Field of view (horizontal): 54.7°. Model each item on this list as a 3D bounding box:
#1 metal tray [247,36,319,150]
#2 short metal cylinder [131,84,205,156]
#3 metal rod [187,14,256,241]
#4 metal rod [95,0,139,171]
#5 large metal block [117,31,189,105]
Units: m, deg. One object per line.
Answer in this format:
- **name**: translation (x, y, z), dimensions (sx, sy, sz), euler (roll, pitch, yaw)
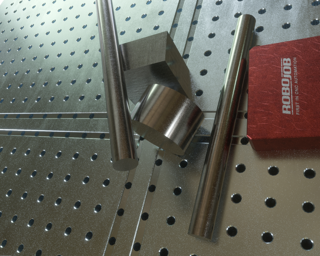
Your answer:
- **metal tray**: translation (0.149, -0.041, 0.352), dimensions (0.090, 0.030, 0.130), euler (-4, 60, 25)
- **short metal cylinder**: translation (0.006, -0.009, 0.374), dimensions (0.080, 0.080, 0.050), euler (21, 73, 35)
- **metal rod**: translation (0.081, -0.019, 0.376), dimensions (0.025, 0.025, 0.300), euler (3, 63, 29)
- **metal rod**: translation (-0.060, -0.084, 0.386), dimensions (0.025, 0.025, 0.299), euler (-23, 54, 14)
- **large metal block**: translation (-0.012, -0.077, 0.425), dimensions (0.080, 0.080, 0.050), euler (-10, 58, 23)
